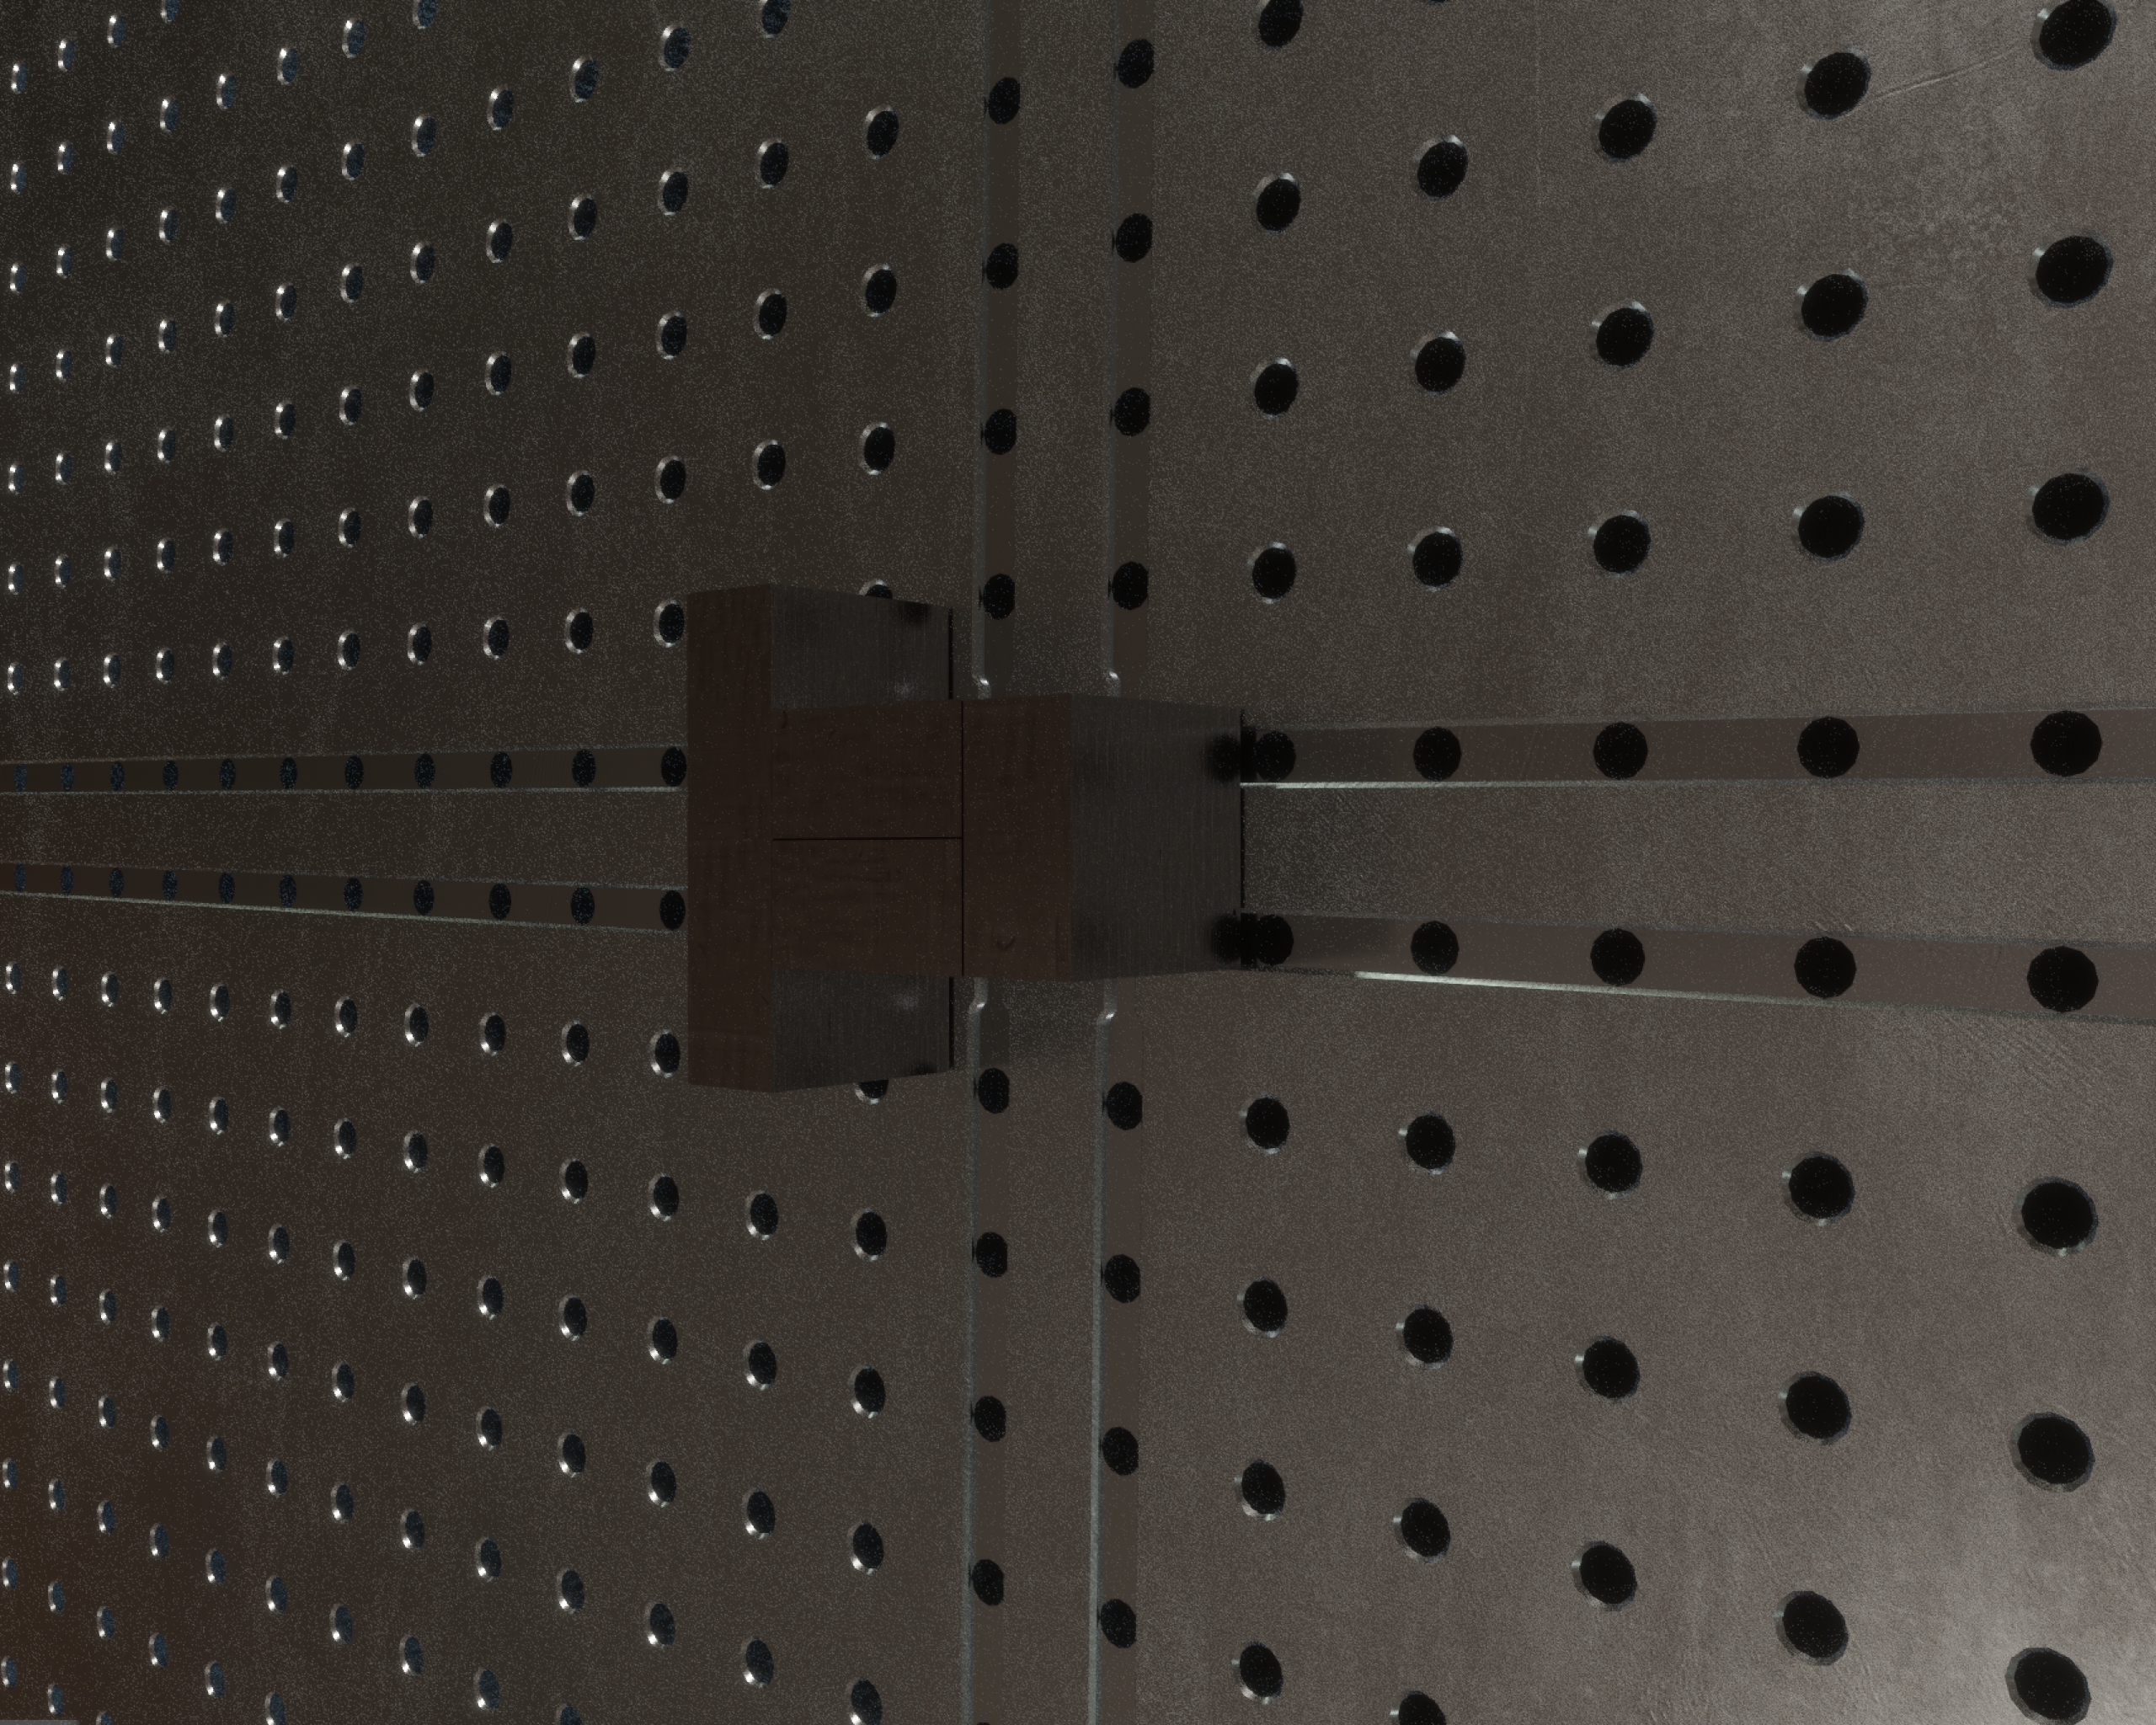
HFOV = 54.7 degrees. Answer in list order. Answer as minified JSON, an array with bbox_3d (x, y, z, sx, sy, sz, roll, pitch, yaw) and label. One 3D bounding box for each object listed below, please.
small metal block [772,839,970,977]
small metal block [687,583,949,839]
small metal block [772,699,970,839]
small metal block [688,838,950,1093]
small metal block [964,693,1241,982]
[{"bbox_3d":[-0.024,0.008,0.410,0.050,0.050,0.025,0,90,39],"label":"small metal block"},{"bbox_3d":[-0.053,-0.030,0.434,0.025,0.050,0.050,0,90,40],"label":"small metal block"},{"bbox_3d":[-0.024,-0.017,0.410,0.050,0.050,0.025,0,90,39],"label":"small metal block"},{"bbox_3d":[-0.053,0.020,0.434,0.025,0.050,0.050,0,90,40],"label":"small metal block"},{"bbox_3d":[0.005,-0.004,0.386,0.025,0.050,0.050,0,90,40],"label":"small metal block"}]
